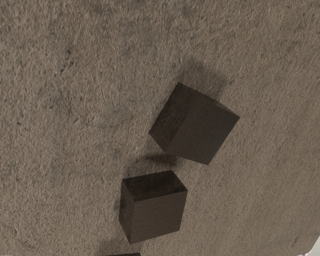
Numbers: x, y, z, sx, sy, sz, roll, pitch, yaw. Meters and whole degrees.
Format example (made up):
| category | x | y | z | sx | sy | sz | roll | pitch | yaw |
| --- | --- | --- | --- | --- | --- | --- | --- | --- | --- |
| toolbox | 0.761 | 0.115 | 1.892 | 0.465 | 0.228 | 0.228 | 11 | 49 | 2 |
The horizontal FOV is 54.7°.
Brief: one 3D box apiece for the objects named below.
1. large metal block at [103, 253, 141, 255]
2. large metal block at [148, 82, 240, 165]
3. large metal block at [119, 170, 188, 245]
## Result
| category | x | y | z | sx | sy | sz | roll | pitch | yaw |
| --- | --- | --- | --- | --- | --- | --- | --- | --- | --- |
| large metal block | -0.073 | 0.258 | 0.512 | 0.081 | 0.050 | 0.079 | 10 | 113 | -33 |
| large metal block | 0.045 | -0.004 | 0.415 | 0.080 | 0.050 | 0.080 | 20 | 108 | -36 |
| large metal block | -0.012 | 0.115 | 0.457 | 0.081 | 0.050 | 0.079 | -7 | 122 | -25 |
